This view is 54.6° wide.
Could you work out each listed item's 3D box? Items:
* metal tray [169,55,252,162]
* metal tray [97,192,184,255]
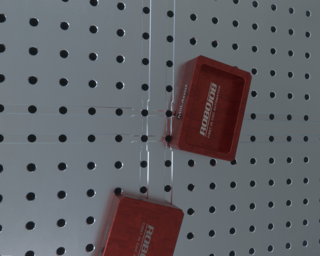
[{"bbox_3d":[0.072,-0.026,0.435,0.091,0.030,0.129,15,85,-20],"label":"metal tray"},{"bbox_3d":[-0.030,0.157,0.399,0.091,0.030,0.130,18,84,-19],"label":"metal tray"}]
